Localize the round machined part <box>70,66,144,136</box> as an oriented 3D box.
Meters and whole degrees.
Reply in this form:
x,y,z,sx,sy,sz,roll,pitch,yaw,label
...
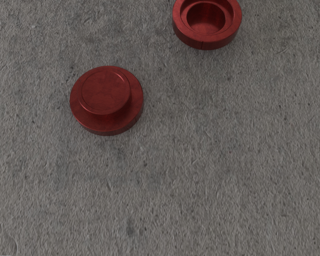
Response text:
x,y,z,sx,sy,sz,roll,pitch,yaw,label
-0.072,-0.042,0.414,0.099,0.042,0.098,0,70,0,round machined part

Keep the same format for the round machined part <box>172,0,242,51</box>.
x,y,z,sx,sy,sz,roll,pitch,yaw,label
0.067,-0.155,0.456,0.099,0.042,0.098,0,70,0,round machined part
